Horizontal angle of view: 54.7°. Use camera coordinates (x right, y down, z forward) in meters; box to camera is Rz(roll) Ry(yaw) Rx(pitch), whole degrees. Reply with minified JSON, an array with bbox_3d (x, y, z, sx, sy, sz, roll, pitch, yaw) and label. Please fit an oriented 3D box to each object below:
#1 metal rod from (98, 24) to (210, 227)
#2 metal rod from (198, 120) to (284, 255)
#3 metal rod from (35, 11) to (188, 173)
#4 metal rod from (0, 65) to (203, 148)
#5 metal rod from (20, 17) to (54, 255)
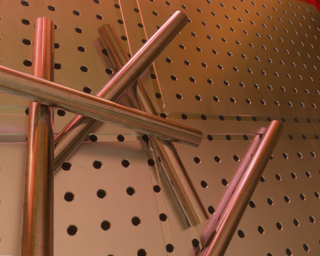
[{"bbox_3d":[-0.016,-0.016,0.410,0.025,0.025,0.299,-15,69,-34],"label":"metal rod"},{"bbox_3d":[0.115,0.083,0.421,0.025,0.025,0.301,42,51,0],"label":"metal rod"},{"bbox_3d":[-0.046,-0.062,0.393,0.025,0.025,0.301,38,60,-3],"label":"metal rod"},{"bbox_3d":[-0.081,-0.025,0.330,0.302,0.025,0.025,17,55,-27],"label":"metal rod"},{"bbox_3d":[-0.125,-0.015,0.326,0.025,0.025,0.299,6,52,-26],"label":"metal rod"}]
